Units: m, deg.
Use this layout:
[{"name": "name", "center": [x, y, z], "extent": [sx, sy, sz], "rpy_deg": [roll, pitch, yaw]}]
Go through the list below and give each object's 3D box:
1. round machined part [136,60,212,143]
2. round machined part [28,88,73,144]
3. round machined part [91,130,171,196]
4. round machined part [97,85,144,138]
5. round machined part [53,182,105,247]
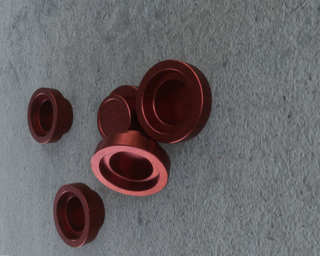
[{"name": "round machined part", "center": [0.021, -0.031, 0.376], "extent": [0.098, 0.042, 0.097], "rpy_deg": [0, 90, 39]}, {"name": "round machined part", "center": [-0.192, -0.022, 0.553], "extent": [0.098, 0.042, 0.097], "rpy_deg": [0, 90, 40]}, {"name": "round machined part", "center": [-0.035, 0.041, 0.400], "extent": [0.098, 0.098, 0.042], "rpy_deg": [-34, 28, 35]}, {"name": "round machined part", "center": [-0.051, -0.012, 0.436], "extent": [0.098, 0.042, 0.097], "rpy_deg": [0, 90, 40]}, {"name": "round machined part", "center": [-0.126, 0.136, 0.499], "extent": [0.098, 0.042, 0.097], "rpy_deg": [0, 90, 40]}]
